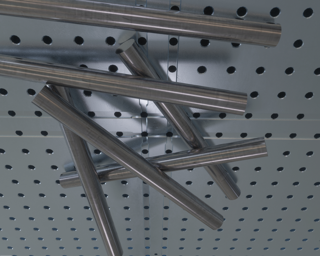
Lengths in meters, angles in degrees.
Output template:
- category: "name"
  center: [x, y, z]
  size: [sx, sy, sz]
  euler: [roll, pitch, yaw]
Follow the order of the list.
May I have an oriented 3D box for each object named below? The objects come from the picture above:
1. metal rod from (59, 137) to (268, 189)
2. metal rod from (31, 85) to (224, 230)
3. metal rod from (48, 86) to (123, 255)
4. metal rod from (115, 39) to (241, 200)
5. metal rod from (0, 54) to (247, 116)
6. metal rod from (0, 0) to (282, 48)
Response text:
- category: "metal rod"
  center: [-0.008, 0.052, 0.431]
  size: [0.300, 0.025, 0.025]
  euler: [-12, 130, 19]
- category: "metal rod"
  center: [-0.026, 0.050, 0.398]
  size: [0.301, 0.025, 0.025]
  euler: [39, 120, -21]
- category: "metal rod"
  center: [-0.098, 0.075, 0.434]
  size: [0.025, 0.025, 0.298]
  euler: [-8, 118, 6]
- category: "metal rod"
  center: [0.040, 0.009, 0.418]
  size: [0.025, 0.025, 0.300]
  euler: [-25, 126, 20]
- category: "metal rod"
  center: [-0.058, -0.050, 0.341]
  size: [0.301, 0.025, 0.025]
  euler: [9, 130, 2]
- category: "metal rod"
  center: [-0.027, -0.112, 0.315]
  size: [0.302, 0.025, 0.025]
  euler: [5, 130, -5]
